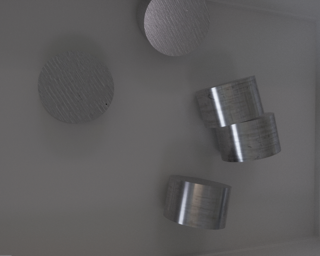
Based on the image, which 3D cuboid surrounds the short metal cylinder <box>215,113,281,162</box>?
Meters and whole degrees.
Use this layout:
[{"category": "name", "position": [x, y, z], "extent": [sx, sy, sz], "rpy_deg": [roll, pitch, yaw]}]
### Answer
[{"category": "short metal cylinder", "position": [0.120, 0.011, 0.425], "extent": [0.081, 0.080, 0.050], "rpy_deg": [-14, 95, -20]}]

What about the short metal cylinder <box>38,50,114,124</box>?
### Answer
[{"category": "short metal cylinder", "position": [-0.098, -0.045, 0.361], "extent": [0.081, 0.050, 0.080], "rpy_deg": [0, 90, -20]}]

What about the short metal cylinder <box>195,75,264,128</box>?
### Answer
[{"category": "short metal cylinder", "position": [0.093, -0.035, 0.415], "extent": [0.081, 0.080, 0.050], "rpy_deg": [-18, 96, -19]}]

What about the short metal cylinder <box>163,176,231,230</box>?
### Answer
[{"category": "short metal cylinder", "position": [0.048, 0.093, 0.399], "extent": [0.081, 0.080, 0.050], "rpy_deg": [11, 87, -20]}]

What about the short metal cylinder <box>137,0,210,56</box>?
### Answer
[{"category": "short metal cylinder", "position": [0.015, -0.135, 0.386], "extent": [0.081, 0.050, 0.079], "rpy_deg": [-6, 119, -11]}]
